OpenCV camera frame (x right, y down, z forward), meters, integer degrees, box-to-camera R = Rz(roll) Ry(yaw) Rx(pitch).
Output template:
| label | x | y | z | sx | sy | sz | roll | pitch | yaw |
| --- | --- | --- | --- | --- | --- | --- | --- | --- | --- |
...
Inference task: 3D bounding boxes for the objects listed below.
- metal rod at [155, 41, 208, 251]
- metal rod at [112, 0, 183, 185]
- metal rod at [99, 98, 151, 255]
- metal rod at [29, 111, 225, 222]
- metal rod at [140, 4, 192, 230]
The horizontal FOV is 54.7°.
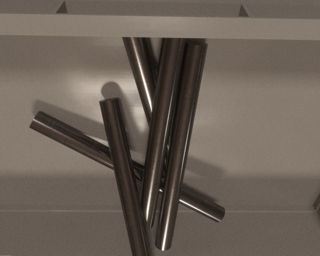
| label | x | y | z | sx | sy | sz | roll | pitch | yaw |
| --- | --- | --- | --- | --- | --- | --- | --- | --- | --- |
| metal rod | 0.022 | 0.041 | 0.398 | 0.025 | 0.025 | 0.298 | 5 | 116 | -5 |
| metal rod | -0.005 | -0.013 | 0.397 | 0.025 | 0.025 | 0.298 | -9 | 130 | 7 |
| metal rod | -0.037 | 0.108 | 0.414 | 0.025 | 0.025 | 0.298 | -9 | 103 | 6 |
| metal rod | -0.035 | 0.061 | 0.436 | 0.301 | 0.025 | 0.025 | 30 | 124 | -15 |
| metal rod | -0.001 | 0.008 | 0.378 | 0.025 | 0.025 | 0.298 | 6 | 118 | -6 |
